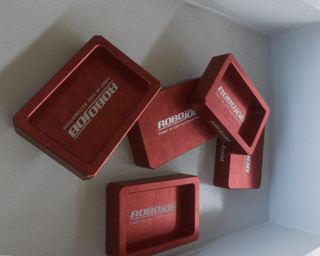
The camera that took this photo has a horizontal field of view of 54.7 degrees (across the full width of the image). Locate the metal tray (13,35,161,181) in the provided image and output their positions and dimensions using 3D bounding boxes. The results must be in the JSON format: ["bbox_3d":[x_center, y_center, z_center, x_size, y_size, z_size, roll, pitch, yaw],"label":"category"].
[{"bbox_3d":[-0.070,-0.023,0.321,0.090,0.030,0.130,38,64,-7],"label":"metal tray"}]

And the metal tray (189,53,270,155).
[{"bbox_3d":[0.106,-0.031,0.451,0.130,0.030,0.090,44,63,-31],"label":"metal tray"}]

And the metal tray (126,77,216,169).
[{"bbox_3d":[0.016,-0.011,0.417,0.131,0.030,0.089,-23,105,-38],"label":"metal tray"}]

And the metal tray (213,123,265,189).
[{"bbox_3d":[0.134,0.034,0.516,0.091,0.030,0.129,9,84,-40],"label":"metal tray"}]

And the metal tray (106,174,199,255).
[{"bbox_3d":[-0.005,0.110,0.399,0.131,0.030,0.089,0,90,-40],"label":"metal tray"}]
